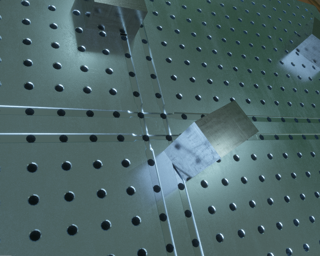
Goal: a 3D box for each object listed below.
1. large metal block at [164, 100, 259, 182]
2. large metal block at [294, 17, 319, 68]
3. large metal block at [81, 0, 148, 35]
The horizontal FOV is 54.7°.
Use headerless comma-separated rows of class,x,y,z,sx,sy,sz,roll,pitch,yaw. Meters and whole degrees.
large metal block,0.065,0.017,0.399,0.081,0.080,0.050,-27,77,-37
large metal block,0.363,-0.195,0.711,0.080,0.050,0.080,34,51,-7
large metal block,-0.073,-0.194,0.473,0.081,0.050,0.080,-1,62,-29
